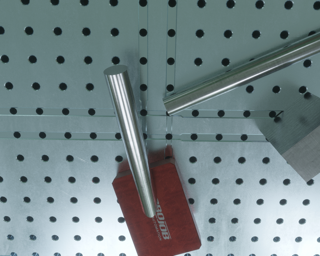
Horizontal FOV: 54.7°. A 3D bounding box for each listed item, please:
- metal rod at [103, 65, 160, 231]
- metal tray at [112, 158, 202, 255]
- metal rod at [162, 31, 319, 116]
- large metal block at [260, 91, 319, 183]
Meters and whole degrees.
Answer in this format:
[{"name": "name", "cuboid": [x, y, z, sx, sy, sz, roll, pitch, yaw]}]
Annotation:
[{"name": "metal rod", "cuboid": [-0.023, 0.062, 0.398, 0.025, 0.025, 0.298, -9, 124, 3]}, {"name": "metal tray", "cuboid": [-0.003, 0.117, 0.439, 0.090, 0.030, 0.129, -18, 97, 6]}, {"name": "metal rod", "cuboid": [0.146, -0.084, 0.383, 0.301, 0.025, 0.025, -22, 109, 8]}, {"name": "large metal block", "cuboid": [0.185, 0.008, 0.389, 0.080, 0.080, 0.050, -42, 105, 14]}]
